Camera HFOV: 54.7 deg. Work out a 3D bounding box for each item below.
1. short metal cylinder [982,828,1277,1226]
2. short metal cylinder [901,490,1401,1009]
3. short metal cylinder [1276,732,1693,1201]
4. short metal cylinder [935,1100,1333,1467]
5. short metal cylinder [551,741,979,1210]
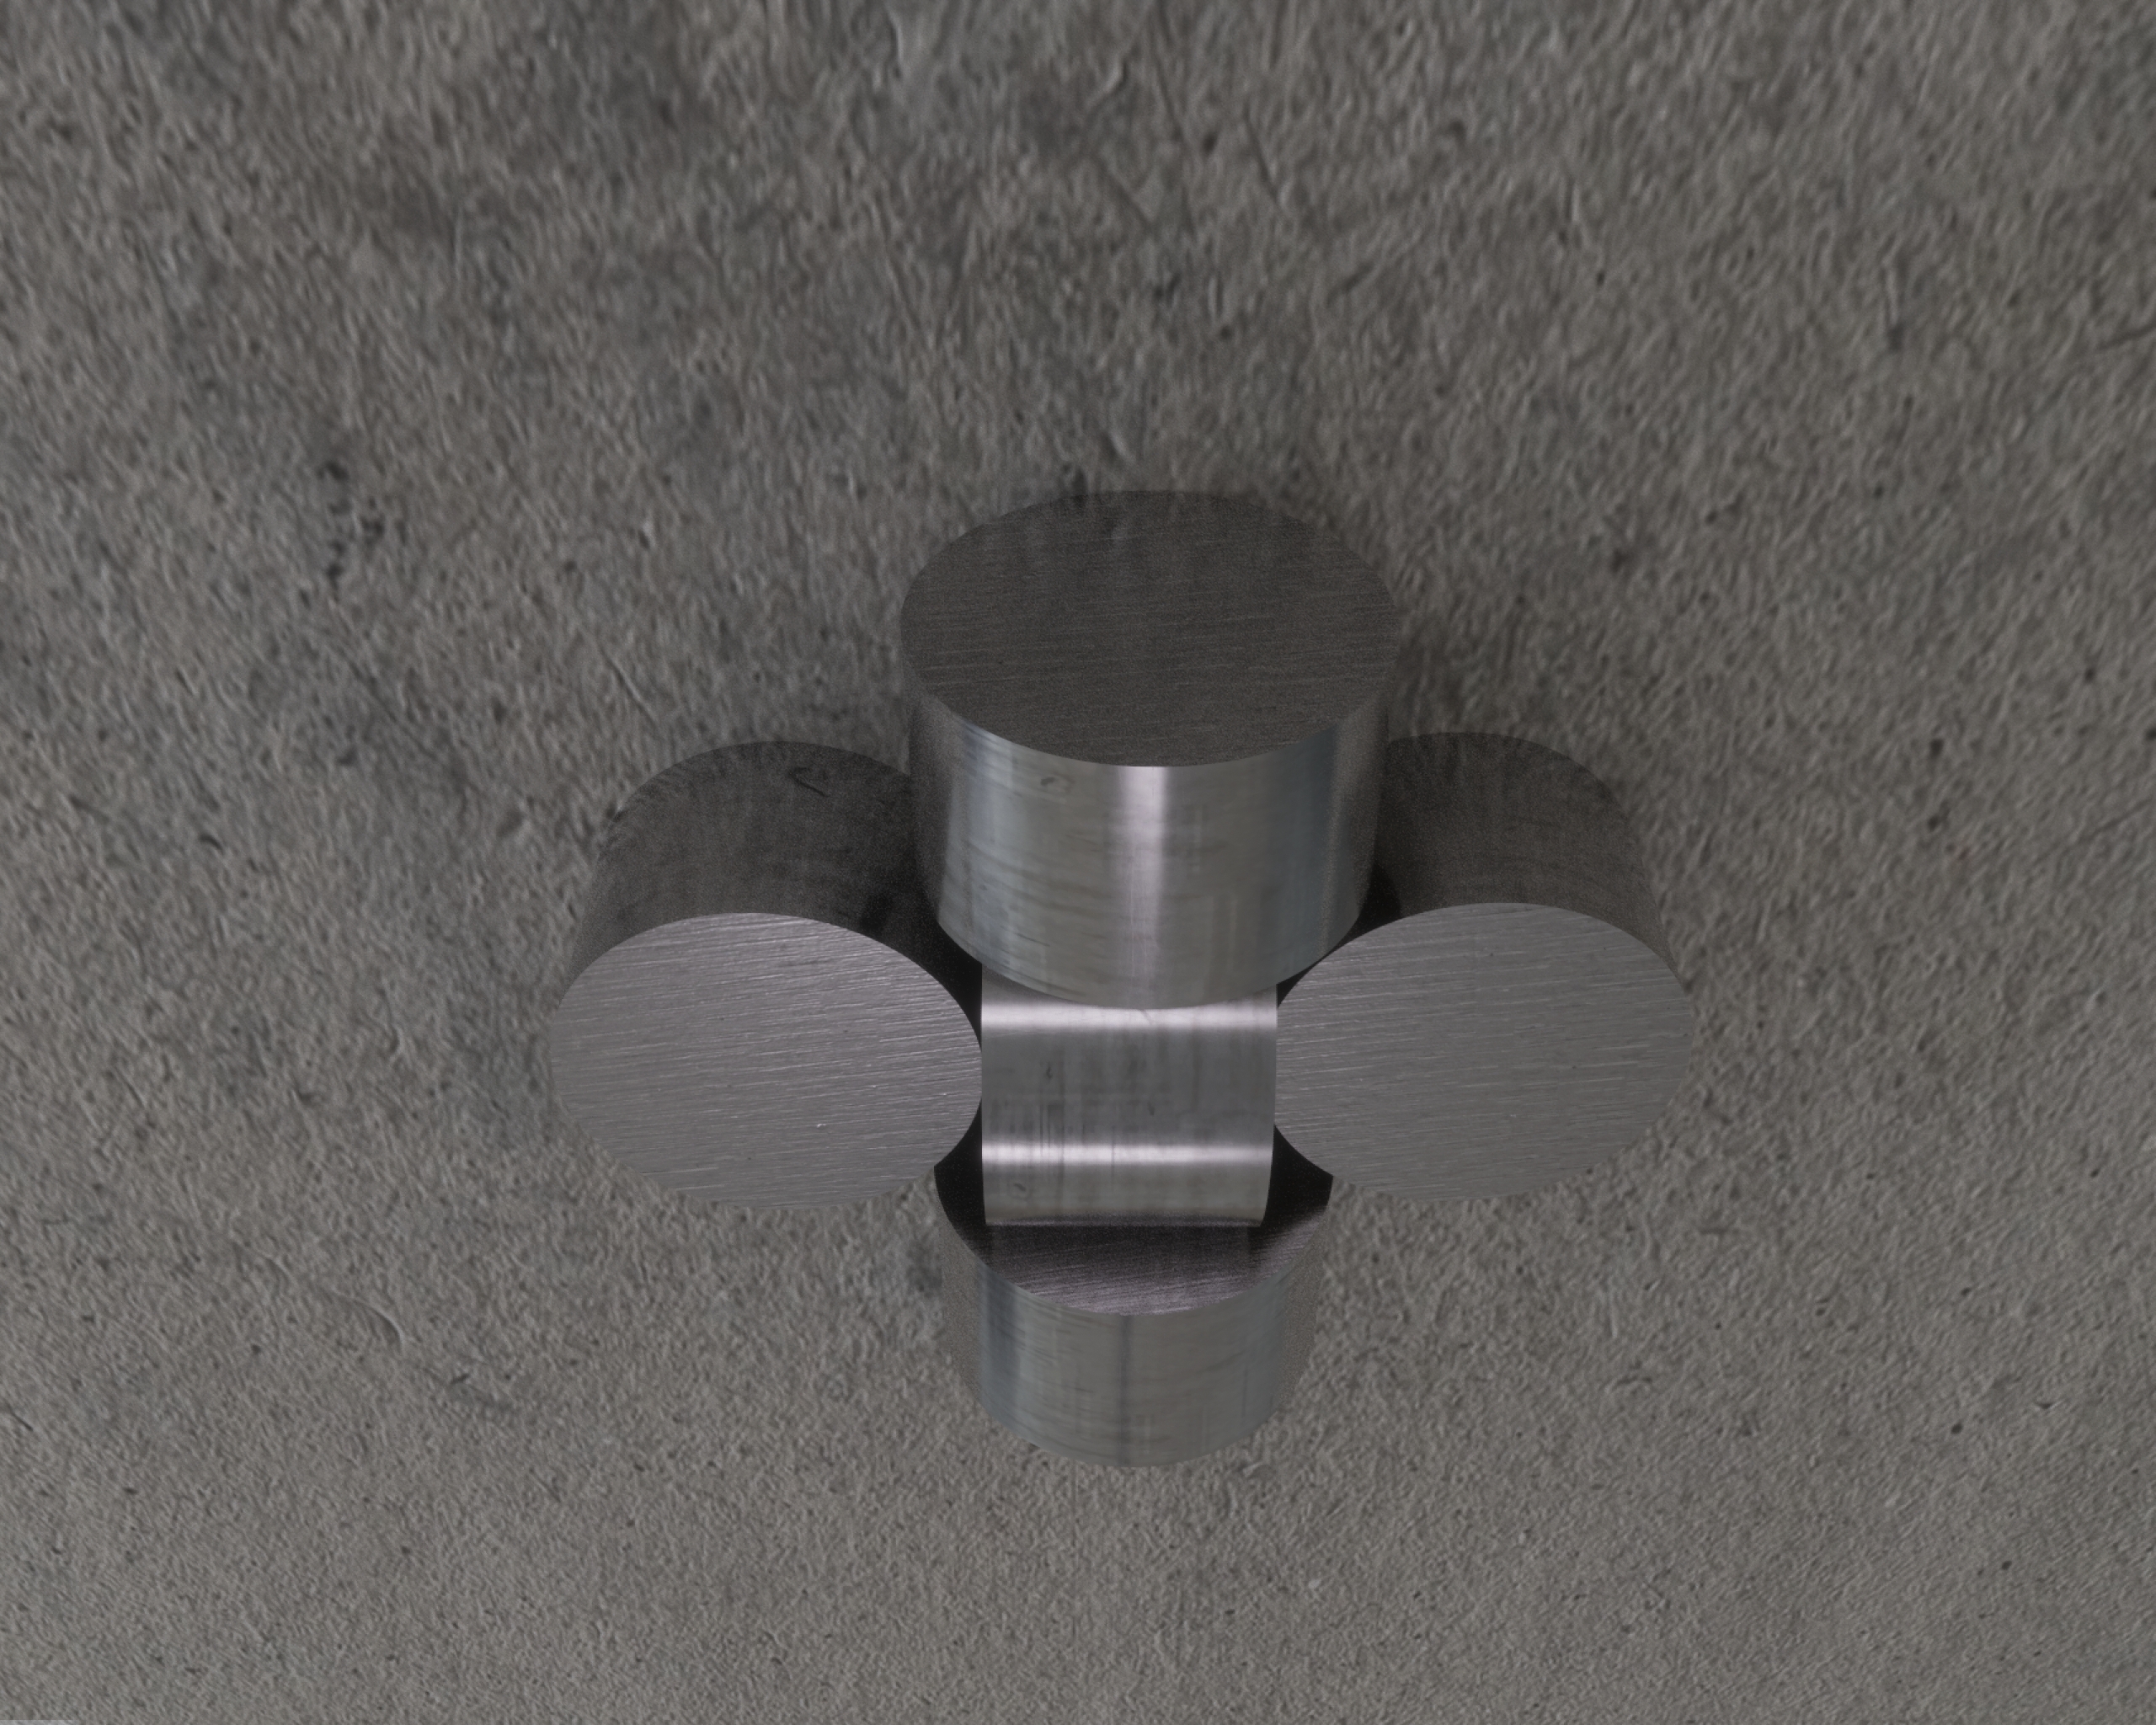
[{"bbox_3d":[0.009,0.029,0.395,0.050,0.080,0.079,0,130,0],"label":"short metal cylinder"},{"bbox_3d":[0.012,-0.021,0.353,0.081,0.080,0.050,0,130,0],"label":"short metal cylinder"},{"bbox_3d":[0.074,0.021,0.409,0.081,0.050,0.079,0,130,0],"label":"short metal cylinder"},{"bbox_3d":[0.011,0.078,0.437,0.081,0.080,0.050,0,130,0],"label":"short metal cylinder"},{"bbox_3d":[-0.058,0.023,0.410,0.081,0.050,0.079,0,130,0],"label":"short metal cylinder"}]
